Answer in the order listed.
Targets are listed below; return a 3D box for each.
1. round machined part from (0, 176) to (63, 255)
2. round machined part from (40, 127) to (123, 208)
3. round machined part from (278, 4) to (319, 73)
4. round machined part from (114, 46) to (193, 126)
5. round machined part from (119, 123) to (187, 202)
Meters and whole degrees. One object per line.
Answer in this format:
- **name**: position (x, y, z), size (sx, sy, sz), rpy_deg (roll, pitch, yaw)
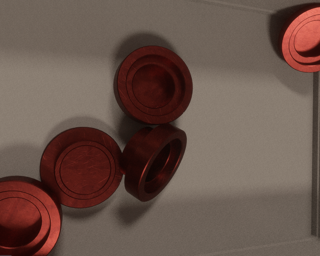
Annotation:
- **round machined part**: position (-0.158, 0.100, 0.339), size (0.099, 0.042, 0.097), rpy_deg (-1, 96, -14)
- **round machined part**: position (-0.090, 0.047, 0.369), size (0.099, 0.042, 0.097), rpy_deg (0, 90, -20)
- **round machined part**: position (0.230, -0.138, 0.472), size (0.099, 0.042, 0.097), rpy_deg (2, 121, 3)
- **round machined part**: position (-0.011, -0.052, 0.397), size (0.099, 0.042, 0.097), rpy_deg (1, 88, -21)
- **round machined part**: position (-0.012, 0.037, 0.380), size (0.042, 0.098, 0.098), rpy_deg (29, 77, 24)
